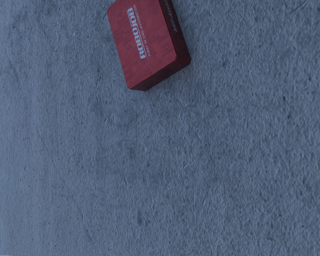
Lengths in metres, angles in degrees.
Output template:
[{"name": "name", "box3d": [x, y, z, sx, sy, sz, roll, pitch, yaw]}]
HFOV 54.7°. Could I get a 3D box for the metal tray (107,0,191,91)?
[{"name": "metal tray", "box3d": [-0.019, -0.126, 0.417, 0.090, 0.030, 0.129, -26, 74, 37]}]
